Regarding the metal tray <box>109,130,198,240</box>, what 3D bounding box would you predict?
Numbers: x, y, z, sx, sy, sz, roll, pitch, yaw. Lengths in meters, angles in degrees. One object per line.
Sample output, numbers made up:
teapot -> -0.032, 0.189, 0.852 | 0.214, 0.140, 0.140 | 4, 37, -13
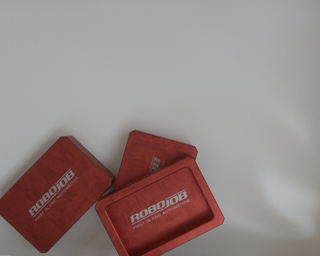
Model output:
metal tray -> -0.011, 0.075, 0.409 | 0.091, 0.030, 0.129 | 16, 90, -1

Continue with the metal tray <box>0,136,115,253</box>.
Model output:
metal tray -> -0.135, 0.085, 0.407 | 0.090, 0.030, 0.130 | 44, 90, -1

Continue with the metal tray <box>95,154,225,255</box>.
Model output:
metal tray -> 0.000, 0.100, 0.378 | 0.131, 0.030, 0.090 | -27, 90, -1
